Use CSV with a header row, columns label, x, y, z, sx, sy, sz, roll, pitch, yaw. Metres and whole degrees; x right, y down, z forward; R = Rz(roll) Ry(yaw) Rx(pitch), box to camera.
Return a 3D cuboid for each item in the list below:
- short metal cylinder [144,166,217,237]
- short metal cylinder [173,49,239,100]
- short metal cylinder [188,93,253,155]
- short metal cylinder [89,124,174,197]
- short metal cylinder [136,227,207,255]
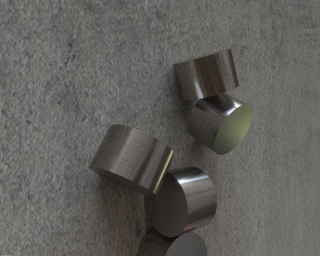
label,x,y,z,sx,sy,sz,roll,pitch,yaw
short metal cylinder,0.024,0.091,0.392,0.050,0.080,0.079,-2,92,-40
short metal cylinder,0.063,-0.073,0.423,0.081,0.080,0.050,-25,106,-37
short metal cylinder,0.086,-0.008,0.442,0.081,0.050,0.079,-28,137,-30
short metal cylinder,-0.031,0.038,0.345,0.080,0.080,0.050,37,67,-34
short metal cylinder,0.016,0.171,0.405,0.081,0.050,0.079,0,90,-40
